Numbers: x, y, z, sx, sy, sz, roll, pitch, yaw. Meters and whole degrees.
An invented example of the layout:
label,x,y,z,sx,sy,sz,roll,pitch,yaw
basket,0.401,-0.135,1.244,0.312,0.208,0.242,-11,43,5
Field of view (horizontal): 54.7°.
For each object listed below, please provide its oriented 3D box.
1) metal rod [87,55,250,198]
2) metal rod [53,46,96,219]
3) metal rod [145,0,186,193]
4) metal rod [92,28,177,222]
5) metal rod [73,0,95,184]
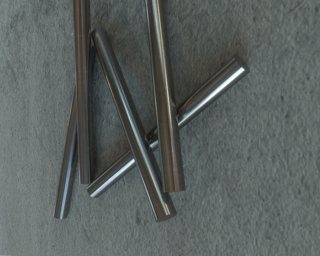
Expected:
label,x,y,z,sx,sy,sz,roll,pitch,yaw
metal rod,-0.008,0.015,0.409,0.299,0.025,0.025,-41,65,32
metal rod,-0.144,0.011,0.520,0.025,0.025,0.298,20,103,38
metal rod,0.002,-0.074,0.377,0.025,0.025,0.299,-17,72,38
metal rod,-0.044,-0.023,0.413,0.025,0.025,0.299,-41,57,32
metal rod,-0.117,-0.061,0.479,0.025,0.025,0.298,7,100,39
